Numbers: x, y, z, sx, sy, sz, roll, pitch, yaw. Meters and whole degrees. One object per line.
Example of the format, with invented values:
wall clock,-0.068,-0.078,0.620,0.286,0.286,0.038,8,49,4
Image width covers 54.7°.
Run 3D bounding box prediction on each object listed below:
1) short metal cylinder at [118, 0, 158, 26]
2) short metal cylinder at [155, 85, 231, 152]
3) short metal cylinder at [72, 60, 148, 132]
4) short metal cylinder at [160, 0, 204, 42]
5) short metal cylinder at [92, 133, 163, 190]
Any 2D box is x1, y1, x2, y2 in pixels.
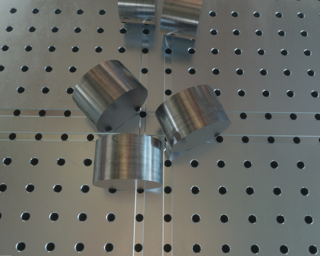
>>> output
short metal cylinder,-0.029,-0.193,0.453,0.050,0.080,0.080,5,70,1
short metal cylinder,0.041,-0.010,0.387,0.080,0.080,0.050,-22,72,-8
short metal cylinder,-0.063,-0.040,0.396,0.080,0.080,0.050,-39,75,-13
short metal cylinder,0.035,-0.170,0.445,0.050,0.080,0.080,13,71,4
short metal cylinder,-0.037,0.043,0.367,0.081,0.080,0.050,0,70,0
